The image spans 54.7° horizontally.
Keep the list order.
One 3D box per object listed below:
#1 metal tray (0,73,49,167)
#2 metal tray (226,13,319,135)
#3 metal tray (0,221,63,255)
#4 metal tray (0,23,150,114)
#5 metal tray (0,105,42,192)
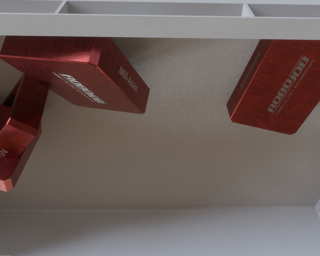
[{"bbox_3d":[-0.182,0.005,0.366,0.030,0.090,0.130,30,124,-32],"label":"metal tray"},{"bbox_3d":[0.145,-0.056,0.360,0.091,0.030,0.129,12,129,-10],"label":"metal tray"},{"bbox_3d":[-0.248,0.230,0.602,0.091,0.030,0.129,-1,130,0],"label":"metal tray"},{"bbox_3d":[-0.072,-0.051,0.301,0.090,0.030,0.130,8,168,16],"label":"metal tray"},{"bbox_3d":[-0.215,0.010,0.349,0.131,0.090,0.030,17,142,-7],"label":"metal tray"}]
